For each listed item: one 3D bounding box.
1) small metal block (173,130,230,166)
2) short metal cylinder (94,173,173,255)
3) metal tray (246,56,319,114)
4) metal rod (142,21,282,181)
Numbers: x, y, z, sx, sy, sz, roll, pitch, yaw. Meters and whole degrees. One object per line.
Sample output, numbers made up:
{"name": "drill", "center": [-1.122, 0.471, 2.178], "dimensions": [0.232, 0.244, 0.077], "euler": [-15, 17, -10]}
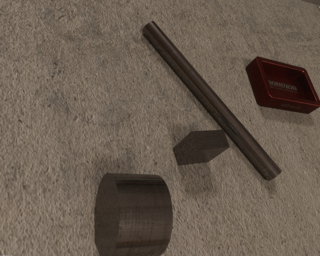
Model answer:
{"name": "small metal block", "center": [0.053, 0.026, 0.402], "dimensions": [0.050, 0.050, 0.025], "euler": [-2, 63, -30]}
{"name": "short metal cylinder", "center": [-0.029, 0.085, 0.302], "dimensions": [0.050, 0.080, 0.080], "euler": [6, 59, -26]}
{"name": "metal tray", "center": [0.229, -0.078, 0.574], "dimensions": [0.131, 0.030, 0.090], "euler": [6, 59, -26]}
{"name": "metal rod", "center": [0.075, -0.046, 0.473], "dimensions": [0.025, 0.025, 0.300], "euler": [-33, 80, -38]}
